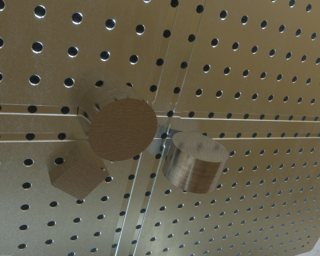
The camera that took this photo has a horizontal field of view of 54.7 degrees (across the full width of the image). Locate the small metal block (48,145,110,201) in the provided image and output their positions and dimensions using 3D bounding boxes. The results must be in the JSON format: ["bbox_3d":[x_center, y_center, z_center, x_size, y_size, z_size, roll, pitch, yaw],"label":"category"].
[{"bbox_3d":[-0.102,0.057,0.391,0.050,0.025,0.050,-44,130,2],"label":"small metal block"}]

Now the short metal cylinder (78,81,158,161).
[{"bbox_3d":[-0.050,-0.008,0.363,0.081,0.050,0.079,-14,124,-21],"label":"short metal cylinder"}]

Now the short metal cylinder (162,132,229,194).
[{"bbox_3d":[0.049,0.046,0.431,0.081,0.080,0.050,2,117,-30],"label":"short metal cylinder"}]
